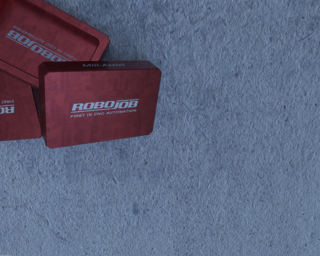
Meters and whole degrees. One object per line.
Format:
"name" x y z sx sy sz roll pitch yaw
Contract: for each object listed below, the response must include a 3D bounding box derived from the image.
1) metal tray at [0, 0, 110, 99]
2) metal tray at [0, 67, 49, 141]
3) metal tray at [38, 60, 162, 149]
"metal tray" -0.135 -0.093 0.352 0.131 0.030 0.090 27 83 -10
"metal tray" -0.217 -0.029 0.394 0.131 0.030 0.089 -4 110 1
"metal tray" -0.067 -0.030 0.357 0.131 0.030 0.089 -7 123 -28
